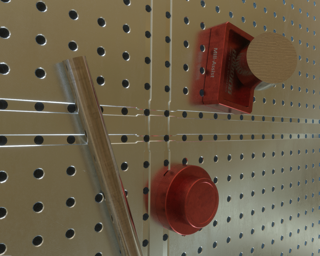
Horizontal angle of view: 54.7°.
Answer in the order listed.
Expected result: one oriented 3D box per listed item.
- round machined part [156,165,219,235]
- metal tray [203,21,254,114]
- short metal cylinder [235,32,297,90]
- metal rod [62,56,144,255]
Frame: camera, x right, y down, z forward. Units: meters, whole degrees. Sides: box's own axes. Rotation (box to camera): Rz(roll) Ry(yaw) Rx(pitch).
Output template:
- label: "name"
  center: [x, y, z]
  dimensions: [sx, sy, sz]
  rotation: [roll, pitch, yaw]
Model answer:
- label: "round machined part"
  center: [0.045, 0.101, 0.436]
  dimensions: [0.099, 0.042, 0.097]
  rotation: [0, 90, -40]
- label: "metal tray"
  center: [0.117, -0.093, 0.503]
  dimensions: [0.091, 0.030, 0.129]
  rotation: [12, 82, -39]
- label: "short metal cylinder"
  center: [0.166, -0.104, 0.491]
  dimensions: [0.081, 0.050, 0.080]
  rotation: [1, 85, -7]
- label: "metal rod"
  center: [-0.056, 0.067, 0.361]
  dimensions: [0.025, 0.025, 0.298]
  rotation: [-23, 105, -38]
